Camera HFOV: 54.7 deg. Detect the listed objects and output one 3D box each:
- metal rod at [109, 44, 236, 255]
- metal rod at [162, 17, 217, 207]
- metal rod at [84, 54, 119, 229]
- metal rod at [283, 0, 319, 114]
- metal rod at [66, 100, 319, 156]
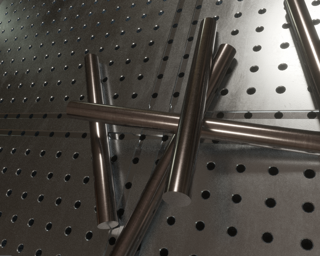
[{"bbox_3d":[0.024,0.019,0.382,0.025,0.025,0.300,17,70,34],"label":"metal rod"},{"bbox_3d":[0.044,-0.047,0.365,0.025,0.025,0.300,-8,43,24],"label":"metal rod"},{"bbox_3d":[-0.091,-0.003,0.455,0.025,0.025,0.299,-24,53,13],"label":"metal rod"},{"bbox_3d":[0.181,-0.044,0.340,0.025,0.025,0.299,-13,56,20],"label":"metal rod"},{"bbox_3d":[0.022,-0.004,0.364,0.301,0.025,0.025,8,66,20],"label":"metal rod"}]
